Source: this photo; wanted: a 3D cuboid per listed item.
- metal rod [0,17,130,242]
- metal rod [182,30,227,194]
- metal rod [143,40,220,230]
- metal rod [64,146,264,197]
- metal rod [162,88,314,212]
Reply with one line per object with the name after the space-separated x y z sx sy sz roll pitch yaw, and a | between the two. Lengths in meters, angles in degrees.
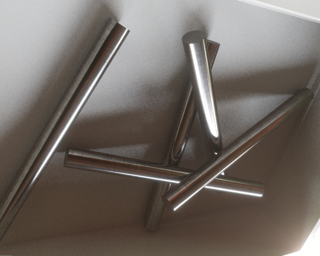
-0.124 0.013 0.349 0.025 0.025 0.299 26 104 -37 | metal rod
0.071 0.004 0.427 0.025 0.025 0.299 -30 136 -10 | metal rod
0.023 0.025 0.438 0.025 0.025 0.298 2 118 -30 | metal rod
0.023 0.066 0.430 0.302 0.025 0.025 13 112 -24 | metal rod
0.126 0.020 0.452 0.302 0.025 0.025 -33 130 -23 | metal rod
